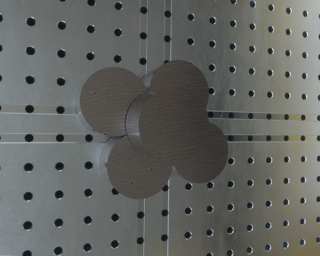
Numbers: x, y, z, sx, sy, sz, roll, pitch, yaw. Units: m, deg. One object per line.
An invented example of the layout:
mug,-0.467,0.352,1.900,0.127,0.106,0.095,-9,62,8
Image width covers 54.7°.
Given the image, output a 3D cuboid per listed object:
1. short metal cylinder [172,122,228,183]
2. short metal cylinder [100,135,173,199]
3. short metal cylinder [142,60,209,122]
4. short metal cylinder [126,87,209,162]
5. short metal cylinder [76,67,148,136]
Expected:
short metal cylinder,0.044,0.030,0.416,0.081,0.050,0.079,0,90,-21
short metal cylinder,-0.031,0.044,0.388,0.081,0.050,0.079,0,90,-21
short metal cylinder,0.016,-0.044,0.406,0.081,0.050,0.079,0,90,-21
short metal cylinder,0.007,-0.004,0.348,0.081,0.050,0.079,-1,92,-21
short metal cylinder,-0.059,-0.030,0.377,0.081,0.050,0.079,0,90,-21
